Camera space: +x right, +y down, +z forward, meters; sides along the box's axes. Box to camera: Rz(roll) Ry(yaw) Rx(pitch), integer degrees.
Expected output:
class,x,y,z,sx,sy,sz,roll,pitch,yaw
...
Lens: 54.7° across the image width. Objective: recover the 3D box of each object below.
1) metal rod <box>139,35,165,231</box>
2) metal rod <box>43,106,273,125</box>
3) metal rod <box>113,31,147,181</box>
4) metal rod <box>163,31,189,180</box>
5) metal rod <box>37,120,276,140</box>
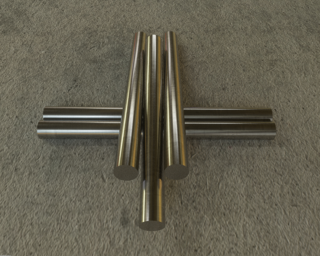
class,x,y,z,sx,sy,sz,roll,pitch,yaw
metal rod,-0.008,-0.022,0.389,0.025,0.025,0.300,0,50,-1
metal rod,-0.002,-0.016,0.419,0.302,0.025,0.025,0,50,-1
metal rod,-0.034,-0.055,0.423,0.025,0.025,0.300,0,42,0
metal rod,0.017,-0.056,0.424,0.025,0.025,0.300,0,42,0
metal rod,-0.004,0.003,0.403,0.302,0.025,0.025,0,50,-1
